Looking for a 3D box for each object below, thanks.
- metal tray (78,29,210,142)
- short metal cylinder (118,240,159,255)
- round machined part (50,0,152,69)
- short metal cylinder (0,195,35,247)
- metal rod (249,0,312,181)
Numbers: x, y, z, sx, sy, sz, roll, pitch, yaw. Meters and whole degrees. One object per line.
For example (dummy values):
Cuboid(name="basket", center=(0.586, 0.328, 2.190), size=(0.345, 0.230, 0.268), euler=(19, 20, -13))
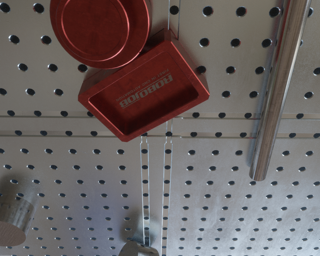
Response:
Cuboid(name="metal tray", center=(-0.019, -0.044, 0.370), size=(0.130, 0.030, 0.090), euler=(-28, 125, 21))
Cuboid(name="short metal cylinder", center=(-0.045, 0.266, 0.602), size=(0.050, 0.080, 0.080), euler=(31, 124, -23))
Cuboid(name="round machined part", center=(-0.059, -0.103, 0.299), size=(0.099, 0.042, 0.097), euler=(3, 120, 6))
Cuboid(name="short metal cylinder", center=(-0.262, 0.158, 0.527), size=(0.081, 0.050, 0.079), euler=(0, 130, 0))
Cuboid(name="metal rod", center=(0.141, -0.041, 0.377), size=(0.025, 0.025, 0.298), euler=(-2, 130, 2))
